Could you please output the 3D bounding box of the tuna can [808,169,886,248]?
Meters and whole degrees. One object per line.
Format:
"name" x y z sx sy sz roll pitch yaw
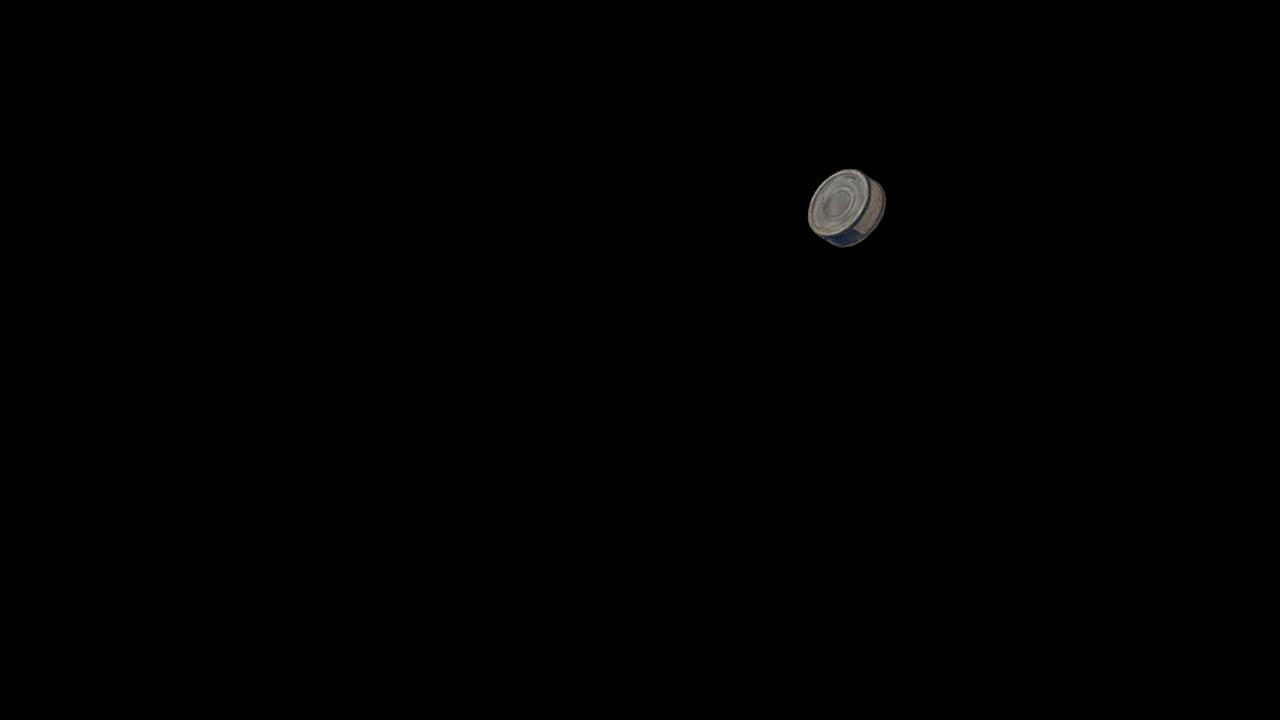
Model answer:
"tuna can" 0.236 -0.175 0.708 0.034 0.084 0.084 17 -10 -35
